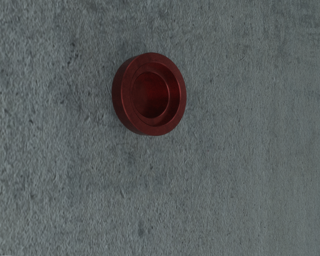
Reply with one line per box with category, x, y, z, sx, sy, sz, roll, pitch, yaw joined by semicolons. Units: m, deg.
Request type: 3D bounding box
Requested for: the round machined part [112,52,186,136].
round machined part;-0.017;-0.040;0.378;0.099;0.042;0.097;0;90;-40
